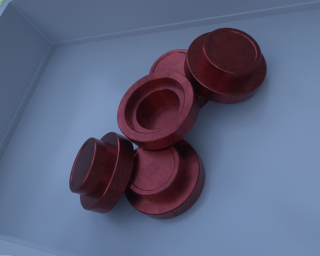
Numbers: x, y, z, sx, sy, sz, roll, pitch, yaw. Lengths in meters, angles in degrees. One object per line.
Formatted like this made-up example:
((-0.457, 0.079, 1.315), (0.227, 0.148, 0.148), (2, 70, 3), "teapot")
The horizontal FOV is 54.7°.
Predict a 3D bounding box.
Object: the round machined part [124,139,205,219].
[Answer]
((-0.001, 0.052, 0.360), (0.098, 0.042, 0.098), (-13, 56, 20), "round machined part")

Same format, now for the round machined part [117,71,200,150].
((0.001, -0.018, 0.374), (0.098, 0.042, 0.098), (-13, 56, 20), "round machined part")

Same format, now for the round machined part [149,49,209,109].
((0.024, -0.068, 0.420), (0.098, 0.042, 0.098), (-13, 56, 20), "round machined part")

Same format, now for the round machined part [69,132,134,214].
((-0.075, 0.050, 0.373), (0.098, 0.042, 0.098), (-39, 38, 40), "round machined part")

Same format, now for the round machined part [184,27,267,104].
((0.081, -0.081, 0.372), (0.099, 0.042, 0.098), (3, 63, -5), "round machined part")
